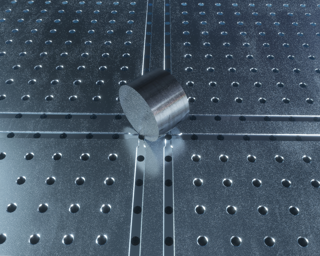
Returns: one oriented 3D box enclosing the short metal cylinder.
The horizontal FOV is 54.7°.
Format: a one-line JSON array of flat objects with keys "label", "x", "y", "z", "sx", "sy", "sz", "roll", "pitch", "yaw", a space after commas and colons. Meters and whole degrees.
[{"label": "short metal cylinder", "x": -0.008, "y": -0.030, "z": 0.396, "sx": 0.050, "sy": 0.080, "sz": 0.080, "roll": -33, "pitch": 58, "yaw": -25}]
